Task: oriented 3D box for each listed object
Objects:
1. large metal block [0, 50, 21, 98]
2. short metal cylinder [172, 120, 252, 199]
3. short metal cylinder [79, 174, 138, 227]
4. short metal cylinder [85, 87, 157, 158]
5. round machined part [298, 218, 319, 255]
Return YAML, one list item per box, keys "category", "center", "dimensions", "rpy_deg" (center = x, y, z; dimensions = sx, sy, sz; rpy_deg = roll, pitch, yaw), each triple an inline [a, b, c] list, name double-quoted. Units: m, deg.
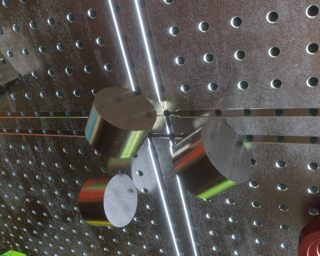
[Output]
- category: "large metal block"
  center: [-0.283, -0.088, 0.490]
  dimensions: [0.080, 0.050, 0.080]
  rpy_deg: [-27, 104, 37]
- category: "short metal cylinder"
  center: [0.062, 0.037, 0.366]
  dimensions: [0.080, 0.080, 0.050]
  rpy_deg: [46, 129, -5]
- category: "short metal cylinder"
  center: [-0.080, 0.113, 0.488]
  dimensions: [0.050, 0.080, 0.080]
  rpy_deg: [-8, 114, 32]
- category: "short metal cylinder"
  center: [-0.051, -0.008, 0.397]
  dimensions: [0.080, 0.080, 0.050]
  rpy_deg: [33, 129, 7]
- category: "round machined part"
  center: [0.221, 0.142, 0.372]
  dimensions: [0.098, 0.042, 0.097]
  rpy_deg: [13, 124, 21]
